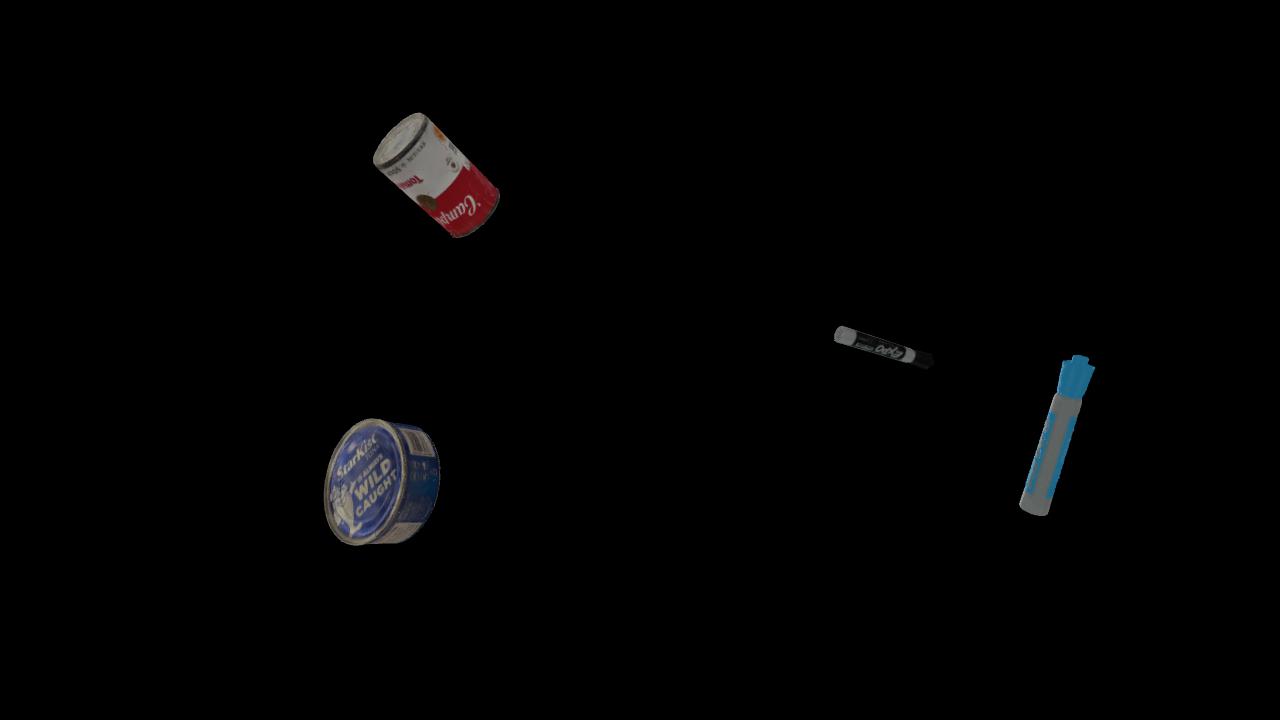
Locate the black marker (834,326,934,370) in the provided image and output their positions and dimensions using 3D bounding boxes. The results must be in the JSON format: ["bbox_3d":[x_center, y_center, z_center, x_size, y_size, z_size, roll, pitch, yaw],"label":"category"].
[{"bbox_3d":[0.269,-0.012,0.670,0.121,0.020,0.020,15,-4,-14],"label":"black marker"}]

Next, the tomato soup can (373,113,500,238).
[{"bbox_3d":[-0.194,-0.176,0.592,0.068,0.068,0.101,0,-31,37],"label":"tomato soup can"}]

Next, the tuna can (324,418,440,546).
[{"bbox_3d":[-0.177,0.084,0.424,0.084,0.084,0.034,0,-12,32],"label":"tuna can"}]

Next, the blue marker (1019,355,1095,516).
[{"bbox_3d":[0.297,0.055,0.439,0.020,0.121,0.020,4,19,-1],"label":"blue marker"}]
